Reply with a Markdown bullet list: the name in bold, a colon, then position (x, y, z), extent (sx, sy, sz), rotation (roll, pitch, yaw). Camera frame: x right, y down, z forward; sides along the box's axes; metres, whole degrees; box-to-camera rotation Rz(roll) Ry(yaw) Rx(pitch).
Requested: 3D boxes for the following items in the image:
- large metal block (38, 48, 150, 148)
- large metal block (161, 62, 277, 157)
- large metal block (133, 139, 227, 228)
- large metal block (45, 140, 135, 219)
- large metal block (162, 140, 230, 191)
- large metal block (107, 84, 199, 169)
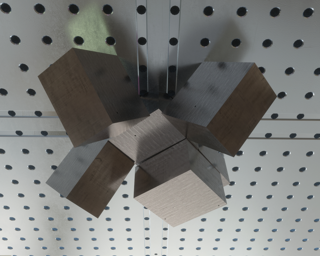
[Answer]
- **large metal block**: position (-0.065, -0.032, 0.327), extent (0.050, 0.080, 0.080), rotation (-31, 85, 23)
- **large metal block**: position (0.062, -0.024, 0.335), extent (0.050, 0.080, 0.080), rotation (45, 77, -30)
- **large metal block**: position (0.025, 0.072, 0.389), extent (0.080, 0.050, 0.080), rotation (-31, 125, 22)
- **large metal block**: position (-0.092, 0.060, 0.405), extent (0.050, 0.080, 0.080), rotation (45, 159, -30)
- **large metal block**: position (0.041, 0.055, 0.441), extent (0.080, 0.050, 0.080), rotation (-30, 123, 22)
- **large metal block**: position (-0.008, 0.005, 0.399), extent (0.080, 0.050, 0.080), rotation (-31, 124, 23)
